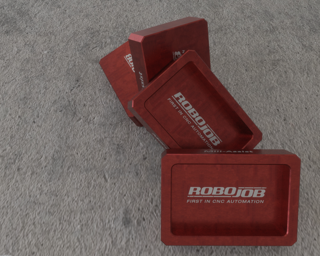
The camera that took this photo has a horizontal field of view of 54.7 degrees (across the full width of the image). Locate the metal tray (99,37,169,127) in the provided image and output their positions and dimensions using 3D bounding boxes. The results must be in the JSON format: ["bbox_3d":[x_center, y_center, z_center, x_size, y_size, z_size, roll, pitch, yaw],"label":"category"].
[{"bbox_3d":[-0.024,-0.075,0.441,0.090,0.030,0.130,-34,54,3],"label":"metal tray"}]

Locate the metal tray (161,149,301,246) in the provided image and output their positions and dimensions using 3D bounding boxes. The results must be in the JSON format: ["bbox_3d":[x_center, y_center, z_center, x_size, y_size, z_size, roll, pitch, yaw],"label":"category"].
[{"bbox_3d":[0.066,0.067,0.307,0.131,0.089,0.030,0,6,0],"label":"metal tray"}]

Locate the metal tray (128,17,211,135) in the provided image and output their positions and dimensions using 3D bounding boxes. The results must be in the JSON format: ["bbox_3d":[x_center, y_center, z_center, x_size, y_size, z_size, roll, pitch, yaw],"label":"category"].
[{"bbox_3d":[0.019,-0.060,0.380,0.091,0.129,0.030,-25,33,-24],"label":"metal tray"}]

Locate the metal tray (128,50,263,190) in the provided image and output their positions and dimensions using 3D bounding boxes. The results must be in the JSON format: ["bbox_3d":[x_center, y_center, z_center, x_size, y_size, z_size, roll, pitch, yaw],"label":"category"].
[{"bbox_3d":[0.040,-0.008,0.342,0.090,0.030,0.130,-44,101,-11],"label":"metal tray"}]
